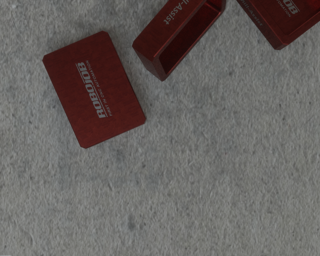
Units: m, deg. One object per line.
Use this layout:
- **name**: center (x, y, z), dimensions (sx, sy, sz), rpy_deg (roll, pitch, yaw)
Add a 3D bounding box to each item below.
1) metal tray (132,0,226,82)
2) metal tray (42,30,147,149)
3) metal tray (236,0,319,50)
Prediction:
- **metal tray**: center (0.028, -0.125, 0.375), dimensions (0.030, 0.090, 0.130), rpy_deg (40, 90, 11)
- **metal tray**: center (-0.084, -0.049, 0.406), dimensions (0.090, 0.030, 0.129), rpy_deg (-24, 90, -1)
- **metal tray**: center (0.156, -0.181, 0.409), dimensions (0.090, 0.030, 0.130), rpy_deg (-38, 91, -1)
